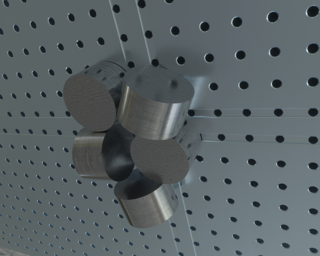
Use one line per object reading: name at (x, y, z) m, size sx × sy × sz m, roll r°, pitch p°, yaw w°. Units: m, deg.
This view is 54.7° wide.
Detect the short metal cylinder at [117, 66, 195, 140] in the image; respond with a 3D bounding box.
short metal cylinder at (-0.006, -0.031, 0.360) m, size 0.080 × 0.080 × 0.050 m, roll 25°, pitch 127°, yaw 12°

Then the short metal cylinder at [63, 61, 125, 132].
short metal cylinder at (-0.079, -0.042, 0.410) m, size 0.080 × 0.050 × 0.079 m, roll 14°, pitch 125°, yaw 21°

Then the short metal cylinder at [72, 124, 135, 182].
short metal cylinder at (-0.076, 0.035, 0.438) m, size 0.050 × 0.080 × 0.080 m, roll -3°, pitch 117°, yaw 29°

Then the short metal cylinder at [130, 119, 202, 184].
short metal cylinder at (0.009, 0.026, 0.407) m, size 0.080 × 0.050 × 0.079 m, roll 13°, pitch 124°, yaw 20°

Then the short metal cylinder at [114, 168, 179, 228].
short metal cylinder at (-0.019, 0.096, 0.444) m, size 0.080 × 0.080 × 0.050 m, roll -6°, pitch 116°, yaw 31°
